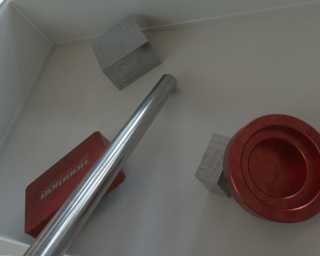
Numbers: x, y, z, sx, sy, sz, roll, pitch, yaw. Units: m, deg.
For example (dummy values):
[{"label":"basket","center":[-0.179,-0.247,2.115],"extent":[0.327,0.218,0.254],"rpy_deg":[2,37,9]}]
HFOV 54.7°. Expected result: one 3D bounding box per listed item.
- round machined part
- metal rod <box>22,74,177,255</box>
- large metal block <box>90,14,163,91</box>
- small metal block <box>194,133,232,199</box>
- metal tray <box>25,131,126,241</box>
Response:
[{"label":"round machined part","center":[0.108,0.039,0.295],"extent":[0.099,0.042,0.098],"rpy_deg":[1,75,-4]},{"label":"metal rod","center":[-0.042,0.021,0.331],"extent":[0.025,0.025,0.301],"rpy_deg":[-1,35,27]},{"label":"large metal block","center":[-0.055,-0.120,0.490],"extent":[0.080,0.050,0.080],"rpy_deg":[-32,52,7]},{"label":"small metal block","center":[0.066,0.041,0.329],"extent":[0.025,0.050,0.050],"rpy_deg":[15,70,34]},{"label":"metal tray","center":[-0.113,0.072,0.400],"extent":[0.130,0.030,0.090],"rpy_deg":[-39,35,1]}]
